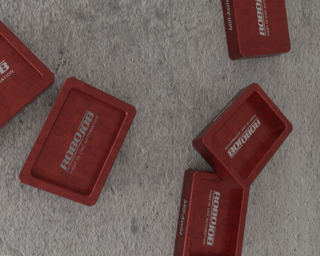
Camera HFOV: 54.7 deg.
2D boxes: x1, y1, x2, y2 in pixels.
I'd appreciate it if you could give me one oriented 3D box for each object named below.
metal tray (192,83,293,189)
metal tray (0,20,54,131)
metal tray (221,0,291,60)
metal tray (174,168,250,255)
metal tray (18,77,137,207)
[{"bbox_3d":[0.118,0.010,0.430,0.090,0.030,0.131,49,65,-5],"label":"metal tray"},{"bbox_3d":[-0.194,-0.043,0.334,0.130,0.030,0.090,-46,105,-14],"label":"metal tray"},{"bbox_3d":[0.140,-0.171,0.458,0.091,0.030,0.129,-10,94,-20],"label":"metal tray"},{"bbox_3d":[0.073,0.126,0.433,0.091,0.030,0.129,9,87,-20],"label":"metal tray"},{"bbox_3d":[-0.096,0.016,0.370,0.090,0.030,0.130,26,81,-18],"label":"metal tray"}]
